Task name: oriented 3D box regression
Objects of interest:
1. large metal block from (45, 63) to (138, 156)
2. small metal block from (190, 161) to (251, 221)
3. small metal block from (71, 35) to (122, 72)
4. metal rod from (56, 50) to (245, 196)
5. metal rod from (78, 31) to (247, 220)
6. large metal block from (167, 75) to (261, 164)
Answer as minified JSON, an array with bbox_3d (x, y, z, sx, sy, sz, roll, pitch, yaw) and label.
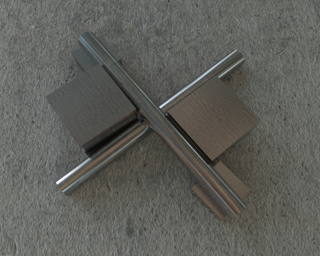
[{"bbox_3d":[-0.085,-0.022,0.402,0.080,0.050,0.080,-35,74,-12],"label":"large metal block"},{"bbox_3d":[0.073,0.078,0.382,0.050,0.025,0.050,-41,75,-14],"label":"small metal block"},{"bbox_3d":[-0.089,-0.097,0.445,0.050,0.025,0.050,-36,74,-12],"label":"small metal block"},{"bbox_3d":[-0.004,-0.014,0.415,0.301,0.025,0.025,-37,74,-13],"label":"metal rod"},{"bbox_3d":[-0.007,-0.014,0.387,0.025,0.025,0.300,-38,75,-13],"label":"metal rod"},{"bbox_3d":[0.066,-0.006,0.399,0.080,0.050,0.080,-37,74,-13],"label":"large metal block"}]
